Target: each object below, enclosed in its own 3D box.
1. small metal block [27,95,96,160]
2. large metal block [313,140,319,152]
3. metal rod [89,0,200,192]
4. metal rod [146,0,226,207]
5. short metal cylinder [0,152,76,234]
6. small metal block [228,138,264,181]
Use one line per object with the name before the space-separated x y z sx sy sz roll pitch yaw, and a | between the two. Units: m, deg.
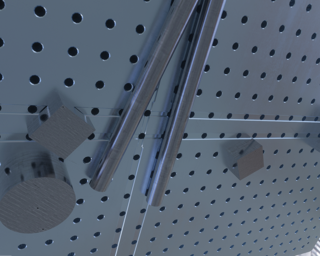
small metal block | -0.111 0.000 0.350 0.050 0.025 0.050 -44 129 2
large metal block | 0.368 0.029 0.613 0.081 0.050 0.080 17 109 -35
metal rod | -0.017 -0.049 0.370 0.025 0.025 0.298 15 110 -35
metal rod | 0.027 -0.019 0.414 0.025 0.025 0.298 1 118 -29
short metal cylinder | -0.145 0.075 0.362 0.081 0.050 0.079 -14 124 -21
small metal block | 0.146 0.053 0.524 0.050 0.025 0.050 -27 128 -12
